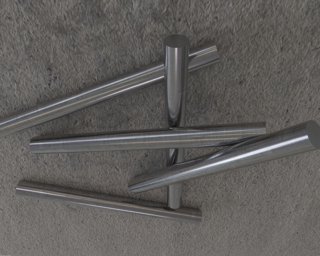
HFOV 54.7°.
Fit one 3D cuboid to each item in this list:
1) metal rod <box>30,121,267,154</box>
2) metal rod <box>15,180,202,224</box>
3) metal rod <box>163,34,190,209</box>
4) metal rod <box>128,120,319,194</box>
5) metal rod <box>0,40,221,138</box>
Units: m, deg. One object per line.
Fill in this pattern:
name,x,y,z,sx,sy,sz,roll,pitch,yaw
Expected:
metal rod,-0.030,0.014,0.374,0.301,0.025,0.025,-4,132,20
metal rod,-0.076,0.124,0.511,0.302,0.025,0.025,12,129,-10
metal rod,0.020,0.020,0.404,0.025,0.025,0.298,-1,136,1
metal rod,0.044,0.048,0.369,0.025,0.025,0.299,30,148,-23
metal rod,-0.077,-0.040,0.371,0.301,0.025,0.025,-17,128,14
